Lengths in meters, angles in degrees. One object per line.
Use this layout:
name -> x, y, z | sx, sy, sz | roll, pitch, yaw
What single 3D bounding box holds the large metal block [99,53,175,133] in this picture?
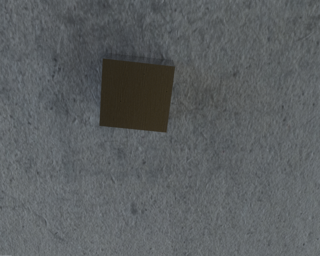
large metal block -> -0.028, -0.044, 0.380 | 0.081, 0.050, 0.079 | 6, 110, -3
